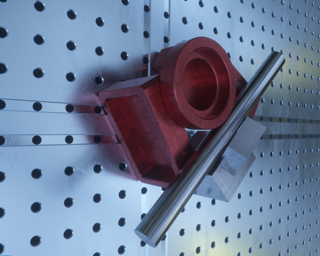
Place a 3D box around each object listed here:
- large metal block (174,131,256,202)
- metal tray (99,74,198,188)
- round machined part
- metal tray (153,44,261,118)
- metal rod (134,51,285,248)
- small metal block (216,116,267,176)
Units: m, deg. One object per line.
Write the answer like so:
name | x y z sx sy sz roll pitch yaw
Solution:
large metal block | 0.072 0.049 0.432 0.080 0.080 0.050 -49 120 -29
metal tray | -0.011 0.008 0.359 0.030 0.090 0.129 -36 113 -34
round machined part | 0.037 -0.047 0.341 0.099 0.042 0.097 0 90 -40
metal tray | 0.065 -0.061 0.422 0.130 0.090 0.030 38 68 -34
metal rod | 0.074 0.003 0.355 0.301 0.025 0.025 -48 119 -29
small metal block | 0.096 0.023 0.369 0.025 0.050 0.050 33 61 13
